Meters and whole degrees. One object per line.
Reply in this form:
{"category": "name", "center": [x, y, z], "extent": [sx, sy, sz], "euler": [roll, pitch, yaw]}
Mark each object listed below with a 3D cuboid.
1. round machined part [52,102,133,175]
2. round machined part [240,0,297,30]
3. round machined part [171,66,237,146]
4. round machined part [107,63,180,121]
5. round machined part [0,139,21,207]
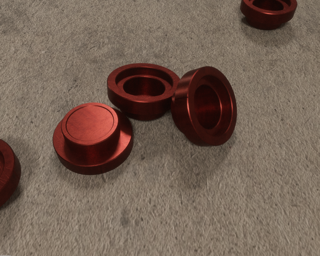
{"category": "round machined part", "center": [-0.084, 0.006, 0.386], "extent": [0.099, 0.042, 0.098], "euler": [0, 50, 0]}
{"category": "round machined part", "center": [0.199, -0.220, 0.580], "extent": [0.099, 0.042, 0.098], "euler": [0, 50, 0]}
{"category": "round machined part", "center": [0.052, -0.025, 0.391], "extent": [0.042, 0.098, 0.098], "euler": [-8, 36, 46]}
{"category": "round machined part", "center": [-0.022, -0.047, 0.424], "extent": [0.099, 0.042, 0.098], "euler": [3, 40, -3]}
{"category": "round machined part", "center": [-0.203, 0.059, 0.340], "extent": [0.099, 0.042, 0.098], "euler": [0, 50, 0]}
